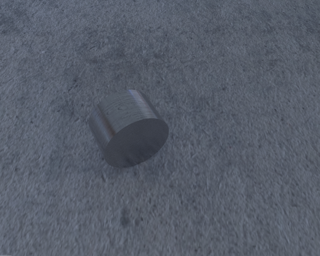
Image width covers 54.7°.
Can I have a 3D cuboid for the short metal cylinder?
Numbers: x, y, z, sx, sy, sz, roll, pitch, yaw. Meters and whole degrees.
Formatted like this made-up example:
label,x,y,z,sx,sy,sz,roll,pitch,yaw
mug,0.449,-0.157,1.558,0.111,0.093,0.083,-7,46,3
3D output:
label,x,y,z,sx,sy,sz,roll,pitch,yaw
short metal cylinder,-0.037,0.002,0.366,0.081,0.080,0.050,-22,54,-18
